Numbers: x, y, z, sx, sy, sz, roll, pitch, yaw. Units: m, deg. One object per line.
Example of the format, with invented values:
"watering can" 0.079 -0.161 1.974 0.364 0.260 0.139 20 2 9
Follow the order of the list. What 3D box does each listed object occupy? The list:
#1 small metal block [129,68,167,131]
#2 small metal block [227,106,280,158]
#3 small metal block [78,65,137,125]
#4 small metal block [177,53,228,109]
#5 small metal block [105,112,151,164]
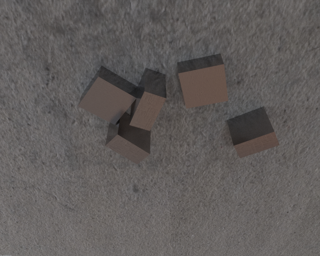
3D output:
"small metal block" -0.014 -0.034 0.362 0.025 0.050 0.050 17 128 -15
"small metal block" 0.118 0.005 0.397 0.050 0.050 0.025 -21 127 17
"small metal block" -0.062 -0.038 0.374 0.050 0.025 0.050 29 124 -23
"small metal block" 0.050 -0.054 0.362 0.050 0.025 0.050 -10 130 8
"small metal block" -0.040 0.011 0.400 0.050 0.050 0.025 34 122 -26
